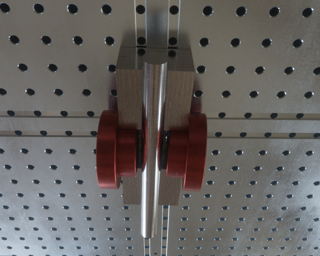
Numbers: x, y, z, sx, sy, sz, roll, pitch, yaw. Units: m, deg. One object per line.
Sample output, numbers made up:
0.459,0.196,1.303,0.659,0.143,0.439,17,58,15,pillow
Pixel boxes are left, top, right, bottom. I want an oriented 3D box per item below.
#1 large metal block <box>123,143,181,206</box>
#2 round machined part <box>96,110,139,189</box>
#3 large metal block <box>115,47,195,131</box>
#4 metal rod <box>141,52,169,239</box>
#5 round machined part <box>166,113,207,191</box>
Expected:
-0.012,0.068,0.452,0.081,0.050,0.079,2,130,-2,large metal block
-0.049,0.027,0.385,0.042,0.098,0.097,2,130,-1,round machined part
-0.006,-0.044,0.357,0.081,0.050,0.079,2,130,-2,large metal block
-0.011,0.048,0.386,0.025,0.025,0.298,2,130,-2,metal rod
0.031,0.029,0.388,0.042,0.098,0.097,4,130,2,round machined part
